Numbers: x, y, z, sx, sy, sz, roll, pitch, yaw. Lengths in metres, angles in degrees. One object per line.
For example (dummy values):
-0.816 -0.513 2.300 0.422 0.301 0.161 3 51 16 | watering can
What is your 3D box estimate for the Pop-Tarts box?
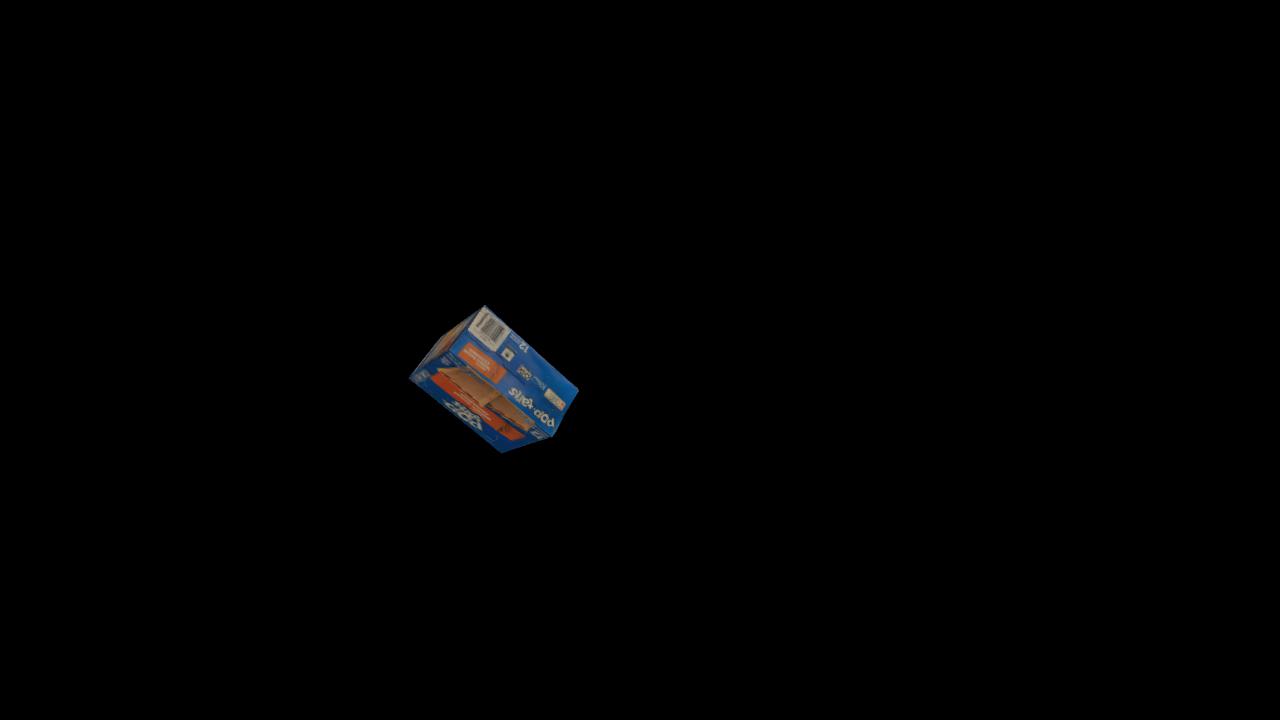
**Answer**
-0.191 0.032 0.804 0.167 0.083 0.141 45 -38 -20 | Pop-Tarts box
